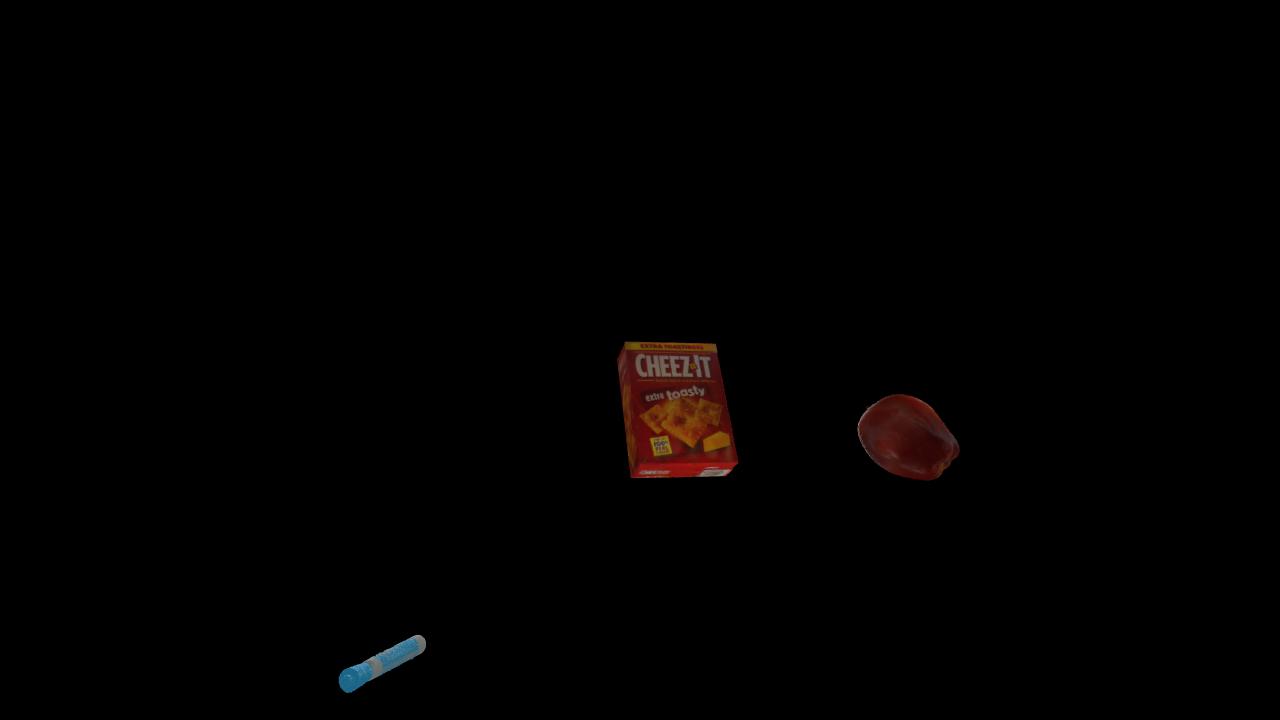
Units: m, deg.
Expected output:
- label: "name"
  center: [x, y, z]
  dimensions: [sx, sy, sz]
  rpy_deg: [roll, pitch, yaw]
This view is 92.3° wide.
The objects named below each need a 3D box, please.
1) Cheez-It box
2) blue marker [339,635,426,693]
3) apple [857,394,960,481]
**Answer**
- label: "Cheez-It box"
  center: [0.058, 0.079, 1.011]
  dimensions: [0.166, 0.223, 0.071]
  rpy_deg: [2, -31, -15]
- label: "blue marker"
  center: [-0.231, 0.273, 0.557]
  dimensions: [0.020, 0.020, 0.121]
  rpy_deg: [0, -11, 8]
- label: "apple"
  center: [0.262, 0.076, 0.611]
  dimensions: [0.079, 0.079, 0.093]
  rpy_deg: [0, 34, -45]
